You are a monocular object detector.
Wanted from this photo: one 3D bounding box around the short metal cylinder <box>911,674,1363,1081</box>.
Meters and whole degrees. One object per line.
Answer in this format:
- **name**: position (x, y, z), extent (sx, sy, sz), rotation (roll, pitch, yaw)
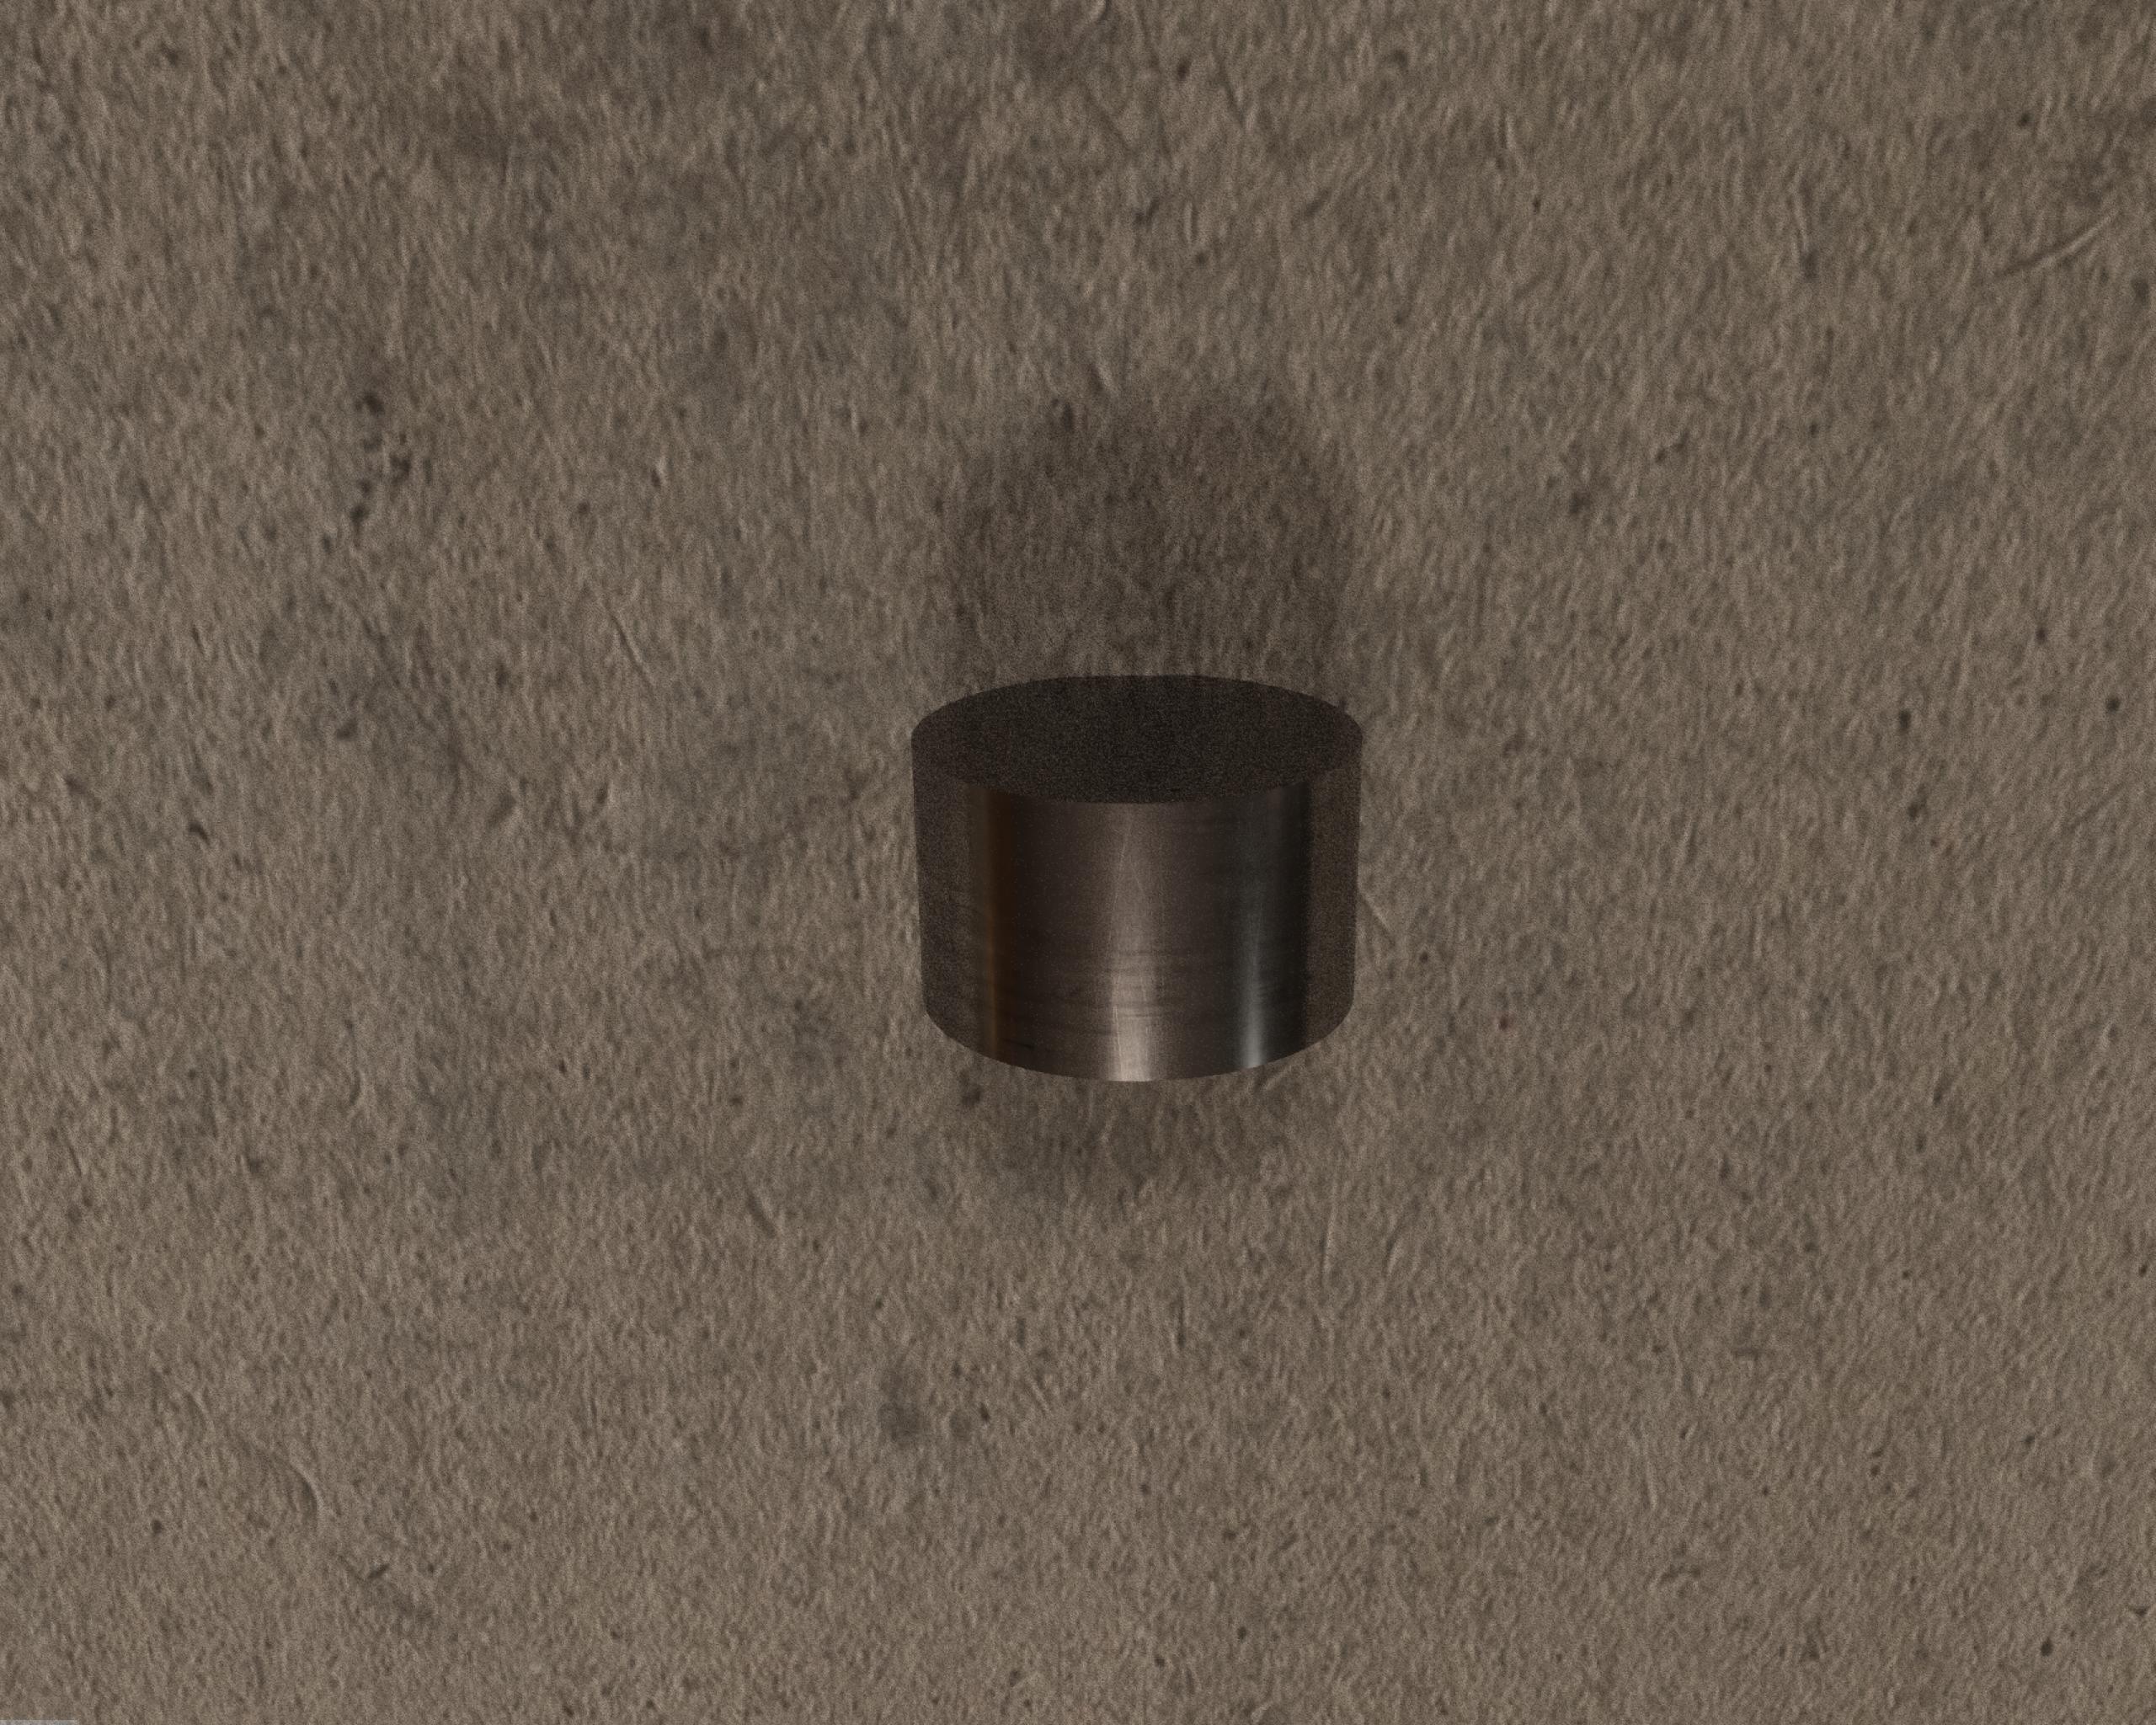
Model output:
- **short metal cylinder**: position (0.011, 0.000, 0.382), extent (0.081, 0.080, 0.050), rotation (-1, 110, 0)
